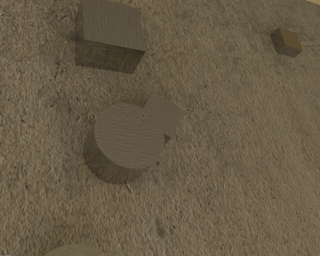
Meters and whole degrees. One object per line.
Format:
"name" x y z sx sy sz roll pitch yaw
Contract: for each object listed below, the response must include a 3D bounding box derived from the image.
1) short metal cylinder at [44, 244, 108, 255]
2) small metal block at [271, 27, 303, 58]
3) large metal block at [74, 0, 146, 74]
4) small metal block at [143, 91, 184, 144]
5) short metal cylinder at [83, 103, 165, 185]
"short metal cylinder" -0.077 0.143 0.259 0.081 0.050 0.080 14 56 -21
"small metal block" 0.270 -0.182 0.660 0.050 0.025 0.050 9 58 -24
"large metal block" -0.071 -0.127 0.427 0.081 0.050 0.080 5 60 -26
"small metal block" -0.002 -0.012 0.410 0.050 0.025 0.050 33 51 -7
"short metal cylinder" -0.042 0.018 0.354 0.081 0.050 0.080 14 56 -21
